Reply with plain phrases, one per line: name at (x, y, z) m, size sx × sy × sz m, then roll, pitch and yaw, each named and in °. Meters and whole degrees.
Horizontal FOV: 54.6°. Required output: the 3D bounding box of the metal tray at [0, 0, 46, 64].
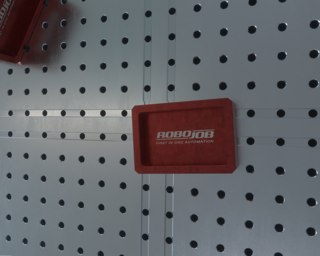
metal tray at (-0.229, -0.167, 0.459) m, size 0.030 × 0.090 × 0.129 m, roll 31°, pitch 100°, yaw 17°

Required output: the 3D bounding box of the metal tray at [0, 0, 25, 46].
metal tray at (-0.275, -0.175, 0.476) m, size 0.030 × 0.090 × 0.130 m, roll 38°, pitch 102°, yaw 16°

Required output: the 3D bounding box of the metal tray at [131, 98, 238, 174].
metal tray at (0.031, 0.012, 0.399) m, size 0.130 × 0.030 × 0.090 m, roll -3°, pitch 89°, yaw 20°
